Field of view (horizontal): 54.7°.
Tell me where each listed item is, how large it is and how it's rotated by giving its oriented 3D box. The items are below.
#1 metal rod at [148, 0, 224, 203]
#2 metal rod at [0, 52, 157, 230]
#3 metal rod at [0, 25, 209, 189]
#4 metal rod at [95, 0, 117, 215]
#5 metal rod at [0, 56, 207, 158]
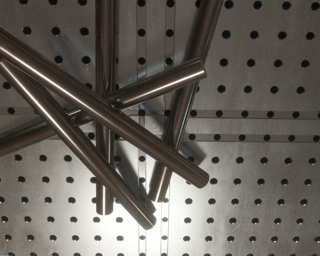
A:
[{"bbox_3d":[0.031,-0.035,0.401,0.025,0.025,0.298,13,110,-5],"label":"metal rod"},{"bbox_3d":[-0.087,0.036,0.389,0.025,0.025,0.299,-28,122,9],"label":"metal rod"},{"bbox_3d":[-0.047,-0.006,0.357,0.301,0.025,0.025,37,107,-29],"label":"metal rod"},{"bbox_3d":[-0.071,-0.018,0.405,0.025,0.025,0.298,3,110,-2],"label":"metal rod"},{"bbox_3d":[-0.089,-0.019,0.380,0.301,0.025,0.025,-20,110,16],"label":"metal rod"}]
